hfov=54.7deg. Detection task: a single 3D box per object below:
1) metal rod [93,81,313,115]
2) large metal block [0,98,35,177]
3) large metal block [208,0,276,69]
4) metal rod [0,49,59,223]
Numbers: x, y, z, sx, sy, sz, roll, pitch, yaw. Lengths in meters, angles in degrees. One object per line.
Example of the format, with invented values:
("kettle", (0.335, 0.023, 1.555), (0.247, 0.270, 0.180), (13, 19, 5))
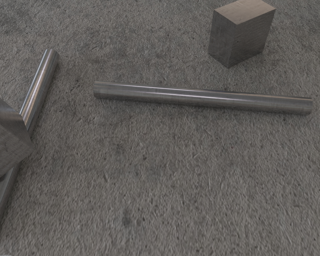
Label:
("metal rod", (0.057, -0.043, 0.439), (0.302, 0.025, 0.025), (5, 50, 4))
("large metal block", (-0.198, 0.015, 0.346), (0.080, 0.050, 0.080), (-40, 44, -5))
("large metal block", (0.129, -0.154, 0.498), (0.081, 0.080, 0.050), (-28, 55, -21))
("metal rod", (-0.177, -0.003, 0.404), (0.025, 0.025, 0.300), (1, 50, 0))
